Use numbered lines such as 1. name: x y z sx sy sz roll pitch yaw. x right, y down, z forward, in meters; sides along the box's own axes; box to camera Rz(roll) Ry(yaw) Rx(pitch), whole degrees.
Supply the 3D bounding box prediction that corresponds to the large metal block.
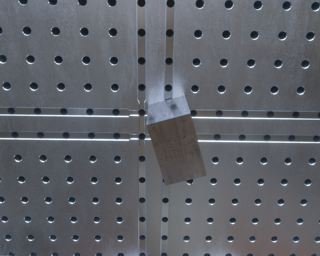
1. large metal block: 0.020 0.012 0.389 0.050 0.080 0.080 -15 110 5
